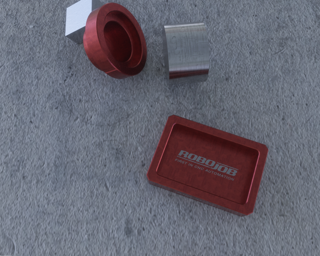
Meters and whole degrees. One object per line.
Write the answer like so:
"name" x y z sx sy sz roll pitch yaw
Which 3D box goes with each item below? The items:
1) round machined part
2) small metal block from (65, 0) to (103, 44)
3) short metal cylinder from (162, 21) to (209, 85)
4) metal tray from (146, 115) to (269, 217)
"round machined part" -0.064 -0.114 0.421 0.042 0.098 0.098 -10 66 34
"small metal block" -0.110 -0.158 0.453 0.050 0.025 0.050 -15 67 28
"short metal cylinder" 0.032 -0.100 0.416 0.050 0.080 0.080 -6 70 -3
"metal tray" 0.059 0.046 0.389 0.131 0.030 0.090 19 71 6
